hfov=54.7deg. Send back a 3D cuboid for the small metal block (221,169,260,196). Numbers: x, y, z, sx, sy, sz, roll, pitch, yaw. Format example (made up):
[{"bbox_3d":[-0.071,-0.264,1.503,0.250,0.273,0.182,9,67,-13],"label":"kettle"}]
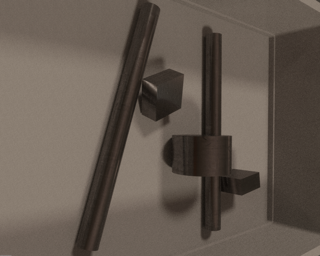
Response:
[{"bbox_3d":[0.124,0.086,0.498,0.050,0.050,0.025,-9,96,-40],"label":"small metal block"}]

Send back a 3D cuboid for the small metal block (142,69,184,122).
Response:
[{"bbox_3d":[0.003,-0.043,0.397,0.050,0.025,0.050,-29,135,-39],"label":"small metal block"}]

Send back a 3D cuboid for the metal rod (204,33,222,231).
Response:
[{"bbox_3d":[0.082,0.006,0.477,0.025,0.025,0.298,0,90,-40],"label":"metal rod"}]

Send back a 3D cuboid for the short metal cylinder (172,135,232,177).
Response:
[{"bbox_3d":[0.057,0.035,0.421,0.081,0.080,0.050,0,90,-40],"label":"short metal cylinder"}]

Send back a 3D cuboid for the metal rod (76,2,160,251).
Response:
[{"bbox_3d":[-0.046,-0.011,0.369,0.025,0.025,0.299,22,76,-38],"label":"metal rod"}]
